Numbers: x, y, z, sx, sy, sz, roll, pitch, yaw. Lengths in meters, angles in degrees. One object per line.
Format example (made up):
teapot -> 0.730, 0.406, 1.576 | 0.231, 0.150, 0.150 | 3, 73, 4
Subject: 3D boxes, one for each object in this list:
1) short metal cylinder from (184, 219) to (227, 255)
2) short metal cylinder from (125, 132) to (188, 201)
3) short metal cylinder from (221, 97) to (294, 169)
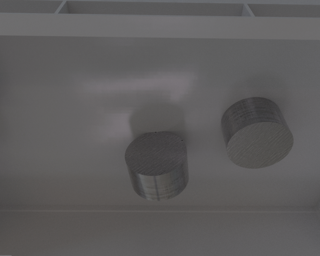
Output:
short metal cylinder -> 0.079, 0.207, 0.552 | 0.050, 0.080, 0.079 | 12, 129, -10
short metal cylinder -> -0.003, 0.050, 0.415 | 0.080, 0.080, 0.050 | -5, 130, 4
short metal cylinder -> 0.123, 0.007, 0.400 | 0.081, 0.050, 0.079 | 0, 130, 0
